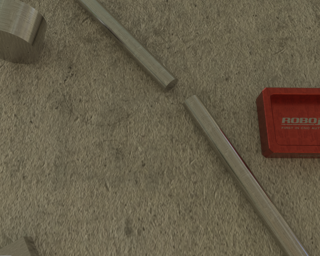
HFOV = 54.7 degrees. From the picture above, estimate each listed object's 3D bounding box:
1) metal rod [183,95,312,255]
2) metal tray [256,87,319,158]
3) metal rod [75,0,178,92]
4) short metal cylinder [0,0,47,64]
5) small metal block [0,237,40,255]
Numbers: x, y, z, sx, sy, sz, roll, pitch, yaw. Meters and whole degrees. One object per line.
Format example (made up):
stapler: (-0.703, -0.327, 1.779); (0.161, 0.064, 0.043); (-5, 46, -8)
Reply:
metal rod: (0.118, 0.083, 0.379); (0.025, 0.025, 0.299); (-29, 73, -10)
metal tray: (0.200, -0.007, 0.410); (0.131, 0.030, 0.090); (1, 70, 0)
metal rod: (-0.083, -0.165, 0.467); (0.025, 0.025, 0.300); (-40, 75, -13)
short metal cylinder: (-0.202, -0.131, 0.424); (0.080, 0.080, 0.050); (6, 70, 2)
small metal block: (-0.164, 0.158, 0.348); (0.050, 0.025, 0.050); (-28, 73, -10)
